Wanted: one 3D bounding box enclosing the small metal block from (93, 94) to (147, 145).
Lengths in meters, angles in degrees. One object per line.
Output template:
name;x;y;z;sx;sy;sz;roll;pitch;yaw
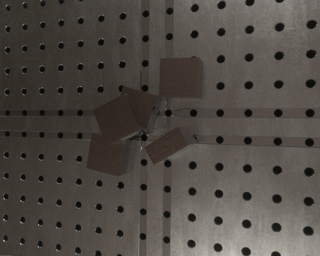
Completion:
small metal block;-0.052;-0.010;0.403;0.050;0.025;0.050;-25;82;18

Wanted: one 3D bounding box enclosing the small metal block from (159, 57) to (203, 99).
small metal block;0.027;-0.064;0.402;0.050;0.025;0.050;3;91;19

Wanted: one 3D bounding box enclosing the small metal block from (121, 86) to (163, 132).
small metal block;-0.030;-0.026;0.422;0.050;0.025;0.050;18;96;18

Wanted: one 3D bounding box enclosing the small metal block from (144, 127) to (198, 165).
small metal block;0.015;0.022;0.393;0.050;0.050;0.025;-32;80;17

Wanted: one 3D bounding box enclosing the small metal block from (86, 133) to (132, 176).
small metal block;-0.072;0.036;0.437;0.050;0.025;0.050;11;94;19
